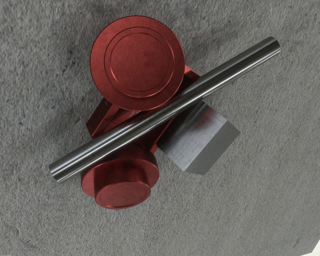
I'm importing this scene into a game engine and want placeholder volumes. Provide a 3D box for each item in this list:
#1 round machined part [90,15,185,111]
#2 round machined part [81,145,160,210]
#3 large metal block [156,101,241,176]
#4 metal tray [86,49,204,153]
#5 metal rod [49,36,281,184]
[{"bbox_3d":[-0.022,-0.066,0.318,0.099,0.042,0.097,-1,97,-8],"label":"round machined part"},{"bbox_3d":[-0.048,0.068,0.391,0.099,0.042,0.097,-9,140,-7],"label":"round machined part"},{"bbox_3d":[0.054,0.014,0.412,0.080,0.050,0.080,-51,153,7],"label":"large metal block"},{"bbox_3d":[-0.017,-0.029,0.378,0.090,0.030,0.130,27,103,-38],"label":"metal tray"},{"bbox_3d":[0.013,-0.026,0.362,0.301,0.025,0.025,-31,129,-9],"label":"metal rod"}]
